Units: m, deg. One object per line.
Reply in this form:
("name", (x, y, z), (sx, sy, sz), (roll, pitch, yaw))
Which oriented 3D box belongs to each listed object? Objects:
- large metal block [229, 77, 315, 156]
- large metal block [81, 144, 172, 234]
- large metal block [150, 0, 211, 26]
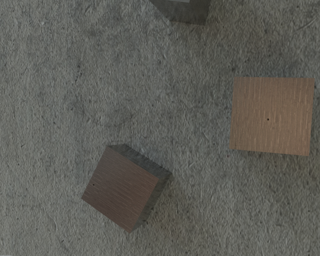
("large metal block", (0.125, -0.014, 0.351), (0.080, 0.050, 0.079), (4, 92, 20))
("large metal block", (-0.044, 0.076, 0.411), (0.080, 0.050, 0.080), (30, 100, 17))
("large metal block", (0.031, -0.177, 0.369), (0.050, 0.080, 0.080), (15, 95, 19))
